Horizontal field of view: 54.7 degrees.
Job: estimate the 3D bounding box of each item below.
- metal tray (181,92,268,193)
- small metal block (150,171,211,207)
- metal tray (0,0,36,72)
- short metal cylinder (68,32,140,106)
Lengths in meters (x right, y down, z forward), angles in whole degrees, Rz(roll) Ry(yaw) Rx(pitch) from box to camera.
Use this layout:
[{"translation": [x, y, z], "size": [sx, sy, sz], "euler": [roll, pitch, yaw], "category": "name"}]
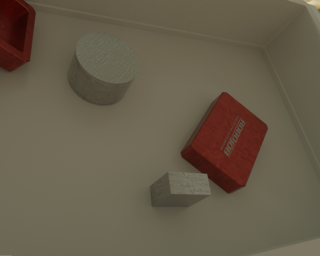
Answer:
[{"translation": [0.097, 0.017, 0.447], "size": [0.090, 0.030, 0.130], "euler": [39, 51, -3], "category": "metal tray"}, {"translation": [0.022, 0.072, 0.359], "size": [0.050, 0.050, 0.025], "euler": [7, 59, -25], "category": "small metal block"}, {"translation": [-0.200, -0.131, 0.331], "size": [0.130, 0.030, 0.090], "euler": [35, 41, -51], "category": "metal tray"}, {"translation": [-0.073, -0.075, 0.398], "size": [0.081, 0.050, 0.080], "euler": [14, 56, -21], "category": "short metal cylinder"}]
